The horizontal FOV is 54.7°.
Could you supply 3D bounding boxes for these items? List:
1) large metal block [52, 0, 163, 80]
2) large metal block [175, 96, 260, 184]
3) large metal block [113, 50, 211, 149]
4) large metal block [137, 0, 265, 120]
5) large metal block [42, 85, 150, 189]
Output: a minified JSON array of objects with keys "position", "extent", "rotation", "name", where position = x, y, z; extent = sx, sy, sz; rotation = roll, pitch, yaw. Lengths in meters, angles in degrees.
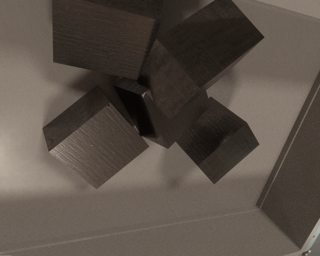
[{"position":[-0.047,-0.093,0.272],"extent":[0.081,0.050,0.080],"rotation":[10,151,-13],"name":"large metal block"},{"position":[0.072,0.015,0.424],"extent":[0.080,0.080,0.050],"rotation":[-41,130,0],"name":"large metal block"},{"position":[0.006,-0.037,0.360],"extent":[0.080,0.050,0.080],"rotation":[-44,132,-22],"name":"large metal block"},{"position":[0.032,-0.061,0.282],"extent":[0.080,0.080,0.050],"rotation":[-39,87,-22],"name":"large metal block"},{"position":[-0.073,0.011,0.360],"extent":[0.080,0.050,0.080],"rotation":[-39,130,-2],"name":"large metal block"}]
